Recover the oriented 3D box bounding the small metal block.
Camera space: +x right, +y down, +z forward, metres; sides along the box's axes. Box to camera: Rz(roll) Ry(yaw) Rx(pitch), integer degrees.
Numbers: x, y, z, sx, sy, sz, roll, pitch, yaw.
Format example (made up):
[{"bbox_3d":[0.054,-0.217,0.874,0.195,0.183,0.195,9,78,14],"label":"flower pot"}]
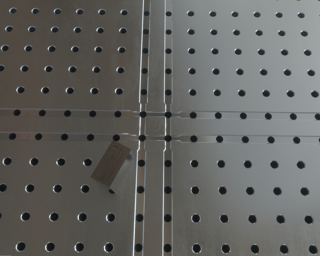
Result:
[{"bbox_3d":[-0.056,0.049,0.380,0.025,0.050,0.050,26,72,9],"label":"small metal block"}]
